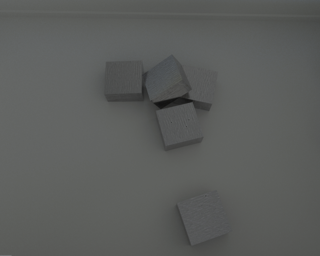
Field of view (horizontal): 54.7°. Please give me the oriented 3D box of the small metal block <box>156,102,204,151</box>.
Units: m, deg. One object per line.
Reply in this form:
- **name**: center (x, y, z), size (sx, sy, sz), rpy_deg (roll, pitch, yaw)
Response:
- **small metal block**: center (0.025, -0.002, 0.411), size (0.050, 0.025, 0.050), rpy_deg (-14, 71, -5)

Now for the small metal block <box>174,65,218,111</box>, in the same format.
- **small metal block**: center (0.050, -0.056, 0.431), size (0.050, 0.025, 0.050), rpy_deg (12, 70, 4)

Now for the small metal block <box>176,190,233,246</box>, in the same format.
- **small metal block**: center (0.052, 0.107, 0.371), size (0.050, 0.025, 0.050), rpy_deg (-17, 71, -7)

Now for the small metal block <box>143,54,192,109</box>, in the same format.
- **small metal block**: center (0.009, -0.062, 0.414), size (0.050, 0.025, 0.050), rpy_deg (-32, 51, 19)

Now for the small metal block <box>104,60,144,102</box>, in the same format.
- **small metal block**: center (-0.049, -0.065, 0.431), size (0.050, 0.025, 0.050), rpy_deg (-2, 70, 2)
